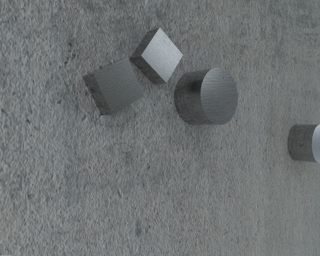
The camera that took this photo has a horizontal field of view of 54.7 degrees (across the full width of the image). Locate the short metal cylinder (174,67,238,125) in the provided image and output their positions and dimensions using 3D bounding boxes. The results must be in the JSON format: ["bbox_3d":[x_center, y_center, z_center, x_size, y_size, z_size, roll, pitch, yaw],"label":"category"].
[{"bbox_3d":[0.067,-0.044,0.447,0.081,0.050,0.079,0,90,-40],"label":"short metal cylinder"}]

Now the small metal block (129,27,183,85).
[{"bbox_3d":[-0.004,-0.092,0.403,0.050,0.025,0.050,43,64,-32],"label":"small metal block"}]

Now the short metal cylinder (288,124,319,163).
[{"bbox_3d":[0.315,0.032,0.657,0.081,0.050,0.079,0,90,-40],"label":"short metal cylinder"}]

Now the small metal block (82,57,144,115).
[{"bbox_3d":[-0.053,-0.049,0.361,0.050,0.025,0.050,-36,112,-34],"label":"small metal block"}]
